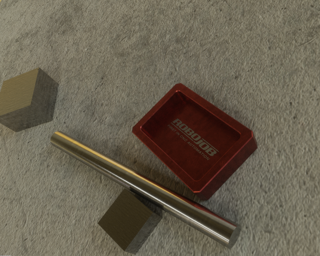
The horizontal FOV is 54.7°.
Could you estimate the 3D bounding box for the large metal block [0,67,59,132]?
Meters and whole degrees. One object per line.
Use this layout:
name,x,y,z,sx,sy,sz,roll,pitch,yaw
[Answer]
large metal block,-0.229,-0.048,0.534,0.080,0.050,0.080,-15,56,19

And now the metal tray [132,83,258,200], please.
metal tray,0.037,0.011,0.373,0.090,0.030,0.130,-46,51,-4

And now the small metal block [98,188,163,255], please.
small metal block,-0.034,0.106,0.355,0.050,0.025,0.050,31,78,37

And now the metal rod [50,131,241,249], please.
metal rod,-0.042,0.061,0.386,0.300,0.025,0.025,21,73,35
